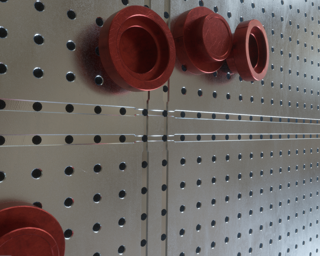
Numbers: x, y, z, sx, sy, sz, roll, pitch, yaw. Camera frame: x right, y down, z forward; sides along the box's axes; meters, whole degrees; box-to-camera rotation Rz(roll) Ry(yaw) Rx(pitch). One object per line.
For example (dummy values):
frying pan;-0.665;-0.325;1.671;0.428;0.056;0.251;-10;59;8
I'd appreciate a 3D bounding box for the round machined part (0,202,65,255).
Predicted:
round machined part;-0.135;0.121;0.287;0.099;0.042;0.097;0;90;-40

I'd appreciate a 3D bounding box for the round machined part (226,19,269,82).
round machined part;0.142;-0.126;0.512;0.099;0.042;0.097;-1;91;-51

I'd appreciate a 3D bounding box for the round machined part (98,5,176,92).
round machined part;-0.031;-0.092;0.374;0.099;0.042;0.097;0;90;-40

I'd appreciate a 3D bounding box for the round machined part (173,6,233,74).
round machined part;0.070;-0.131;0.459;0.099;0.042;0.097;0;90;-40
